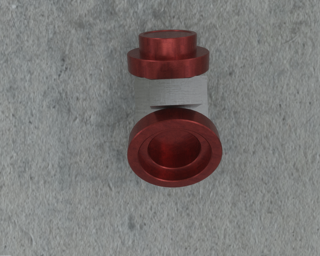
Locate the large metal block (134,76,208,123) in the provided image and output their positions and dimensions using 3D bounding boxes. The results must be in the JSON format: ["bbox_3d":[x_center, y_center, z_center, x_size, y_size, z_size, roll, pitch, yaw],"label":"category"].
[{"bbox_3d":[0.012,-0.032,0.383,0.081,0.080,0.050,-2,90,-1],"label":"large metal block"}]

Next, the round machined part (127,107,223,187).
[{"bbox_3d":[0.015,0.017,0.337,0.099,0.042,0.097,-1,129,-1],"label":"round machined part"}]

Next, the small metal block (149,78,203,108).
[{"bbox_3d":[0.015,-0.034,0.318,0.050,0.050,0.025,-3,90,0],"label":"small metal block"}]

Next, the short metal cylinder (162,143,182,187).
[{"bbox_3d":[0.013,0.033,0.400,0.081,0.050,0.079,0,90,-1],"label":"short metal cylinder"}]

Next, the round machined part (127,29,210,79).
[{"bbox_3d":[0.010,-0.092,0.371,0.099,0.098,0.042,-2,115,-1],"label":"round machined part"}]
